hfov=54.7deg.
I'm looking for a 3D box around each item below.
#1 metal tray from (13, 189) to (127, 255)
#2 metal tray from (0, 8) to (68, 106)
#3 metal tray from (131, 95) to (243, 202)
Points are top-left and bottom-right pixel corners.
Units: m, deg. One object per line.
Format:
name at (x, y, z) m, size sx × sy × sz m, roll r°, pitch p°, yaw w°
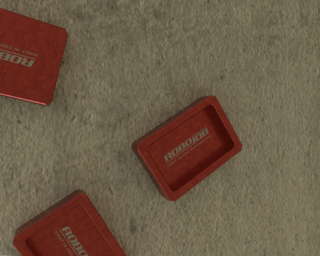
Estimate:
metal tray at (-0.098, 0.152, 0.371) m, size 0.090 × 0.030 × 0.130 m, roll -33°, pitch 101°, yaw -17°
metal tray at (-0.178, -0.083, 0.341) m, size 0.131 × 0.030 × 0.090 m, roll 13°, pitch 85°, yaw -20°
metal tray at (0.039, 0.025, 0.422) m, size 0.131 × 0.030 × 0.090 m, roll -34°, pitch 101°, yaw -17°
